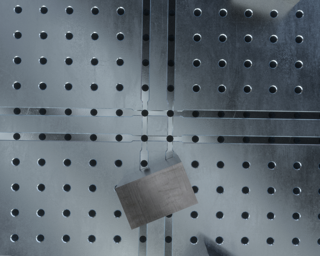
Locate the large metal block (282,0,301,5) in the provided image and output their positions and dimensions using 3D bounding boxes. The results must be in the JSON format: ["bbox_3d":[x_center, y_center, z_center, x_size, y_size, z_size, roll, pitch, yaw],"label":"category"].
[{"bbox_3d":[0.161,-0.220,0.402,0.080,0.050,0.080,19,90,0],"label":"large metal block"}]

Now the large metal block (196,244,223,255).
[{"bbox_3d":[0.072,0.214,0.401,0.080,0.050,0.080,34,90,0],"label":"large metal block"}]

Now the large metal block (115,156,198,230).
[{"bbox_3d":[-0.004,0.075,0.386,0.080,0.080,0.050,-22,90,0],"label":"large metal block"}]
